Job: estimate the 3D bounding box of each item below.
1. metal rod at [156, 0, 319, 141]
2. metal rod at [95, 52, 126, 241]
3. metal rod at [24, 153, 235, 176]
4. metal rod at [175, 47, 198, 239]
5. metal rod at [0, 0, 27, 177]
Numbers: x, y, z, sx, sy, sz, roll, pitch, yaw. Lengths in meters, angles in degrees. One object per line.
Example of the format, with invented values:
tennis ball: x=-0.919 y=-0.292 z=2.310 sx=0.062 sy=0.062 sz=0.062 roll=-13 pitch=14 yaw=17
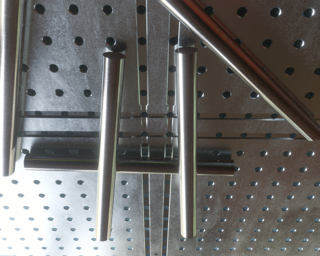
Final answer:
metal rod: x=0.096 y=-0.070 z=0.352 sx=0.301 sy=0.025 sz=0.025 roll=35 pitch=122 yaw=-26
metal rod: x=-0.071 y=0.046 z=0.420 sx=0.025 sy=0.025 sz=0.298 roll=6 pitch=121 yaw=-5
metal rod: x=-0.043 y=0.054 z=0.456 sx=0.302 sy=0.025 sz=0.025 roll=2 pitch=130 yaw=-2
metal rod: x=0.037 y=0.041 z=0.419 sx=0.025 sy=0.025 sz=0.298 roll=-3 pitch=122 yaw=2
metal rod: x=-0.181 y=-0.045 z=0.371 sx=0.025 sy=0.025 sz=0.298 roll=15 pitch=129 yaw=-12
